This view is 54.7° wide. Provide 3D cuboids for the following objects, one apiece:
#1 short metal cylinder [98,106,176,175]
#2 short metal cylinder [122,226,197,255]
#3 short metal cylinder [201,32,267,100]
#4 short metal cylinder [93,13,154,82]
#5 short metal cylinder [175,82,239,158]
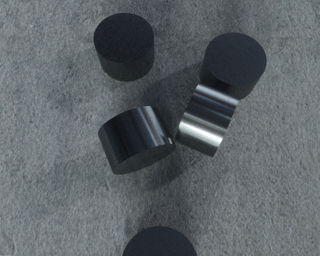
[{"bbox_3d":[-0.028,0.016,0.373,0.080,0.080,0.050,-22,72,-8],"label":"short metal cylinder"},{"bbox_3d":[0.000,0.150,0.340,0.081,0.050,0.080,0,70,0],"label":"short metal cylinder"},{"bbox_3d":[0.099,-0.083,0.426,0.081,0.050,0.080,0,70,0],"label":"short metal cylinder"},{"bbox_3d":[-0.048,-0.113,0.435,0.081,0.050,0.080,0,70,0],"label":"short metal cylinder"},{"bbox_3d":[0.057,-0.010,0.383,0.050,0.080,0.080,24,72,8],"label":"short metal cylinder"}]
